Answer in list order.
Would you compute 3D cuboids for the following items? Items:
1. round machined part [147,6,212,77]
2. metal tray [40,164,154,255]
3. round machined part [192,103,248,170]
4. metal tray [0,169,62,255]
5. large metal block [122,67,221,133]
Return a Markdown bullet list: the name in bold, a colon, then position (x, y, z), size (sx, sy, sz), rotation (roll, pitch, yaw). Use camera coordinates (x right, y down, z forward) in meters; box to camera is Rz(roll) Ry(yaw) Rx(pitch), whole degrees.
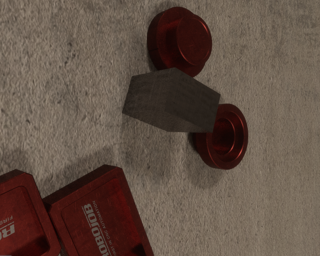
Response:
- **round machined part**: position (0.034, -0.117, 0.424), size (0.099, 0.042, 0.097), rotation (0, 90, -40)
- **metal tray**: position (-0.066, 0.118, 0.347), size (0.091, 0.030, 0.129), rotation (-29, 108, -37)
- **round machined part**: position (0.088, 0.012, 0.470), size (0.099, 0.042, 0.097), rotation (0, 90, -40)
- **metal tray**: position (-0.163, 0.103, 0.265), size (0.131, 0.030, 0.089), rotation (-26, 107, -37)
- **large metal block**: position (0.014, -0.030, 0.382), size (0.080, 0.080, 0.050), rotation (22, 76, -38)
